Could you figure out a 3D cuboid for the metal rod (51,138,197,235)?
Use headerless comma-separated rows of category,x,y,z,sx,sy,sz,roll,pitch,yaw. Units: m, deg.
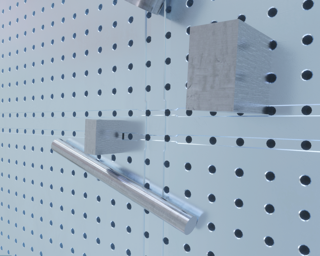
metal rod,-0.074,0.075,0.467,0.300,0.025,0.025,22,104,37

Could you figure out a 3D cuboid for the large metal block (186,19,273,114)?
large metal block,0.072,-0.056,0.313,0.050,0.081,0.079,5,93,39

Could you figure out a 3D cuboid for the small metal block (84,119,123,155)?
small metal block,-0.083,0.013,0.459,0.025,0.050,0.050,4,93,40

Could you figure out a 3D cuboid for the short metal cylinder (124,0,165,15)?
short metal cylinder,-0.028,-0.186,0.394,0.080,0.081,0.050,41,115,32
